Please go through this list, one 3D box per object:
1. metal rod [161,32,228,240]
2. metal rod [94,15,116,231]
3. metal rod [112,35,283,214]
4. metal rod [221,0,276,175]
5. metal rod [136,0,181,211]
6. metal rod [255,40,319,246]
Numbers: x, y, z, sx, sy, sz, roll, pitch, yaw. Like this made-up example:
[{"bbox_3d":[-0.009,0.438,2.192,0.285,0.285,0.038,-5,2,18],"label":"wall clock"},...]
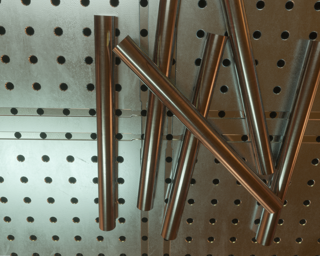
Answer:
[{"bbox_3d":[0.041,0.025,0.422,0.025,0.025,0.298,10,110,-4],"label":"metal rod"},{"bbox_3d":[-0.072,0.008,0.415,0.025,0.025,0.298,2,110,-1],"label":"metal rod"},{"bbox_3d":[0.057,0.007,0.388,0.025,0.025,0.300,-41,107,13],"label":"metal rod"},{"bbox_3d":[0.107,-0.075,0.386,0.025,0.025,0.299,-16,110,6],"label":"metal rod"},{"bbox_3d":[-0.004,-0.024,0.404,0.025,0.025,0.298,6,110,-3],"label":"metal rod"},{"bbox_3d":[0.177,0.034,0.427,0.025,0.025,0.298,6,110,-2],"label":"metal rod"}]
